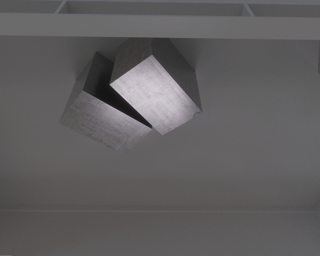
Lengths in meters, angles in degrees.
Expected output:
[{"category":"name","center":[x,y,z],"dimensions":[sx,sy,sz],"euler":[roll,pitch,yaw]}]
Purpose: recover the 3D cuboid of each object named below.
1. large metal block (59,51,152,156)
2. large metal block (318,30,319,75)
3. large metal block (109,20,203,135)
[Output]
[{"category":"large metal block","center":[-0.055,-0.028,0.349],"dimensions":[0.080,0.080,0.050],"euler":[30,124,-23]},{"category":"large metal block","center":[0.202,-0.075,0.311],"dimensions":[0.050,0.080,0.080],"euler":[-12,129,10]},{"category":"large metal block","center":[-0.002,-0.053,0.327],"dimensions":[0.050,0.080,0.080],"euler":[-31,124,23]}]
